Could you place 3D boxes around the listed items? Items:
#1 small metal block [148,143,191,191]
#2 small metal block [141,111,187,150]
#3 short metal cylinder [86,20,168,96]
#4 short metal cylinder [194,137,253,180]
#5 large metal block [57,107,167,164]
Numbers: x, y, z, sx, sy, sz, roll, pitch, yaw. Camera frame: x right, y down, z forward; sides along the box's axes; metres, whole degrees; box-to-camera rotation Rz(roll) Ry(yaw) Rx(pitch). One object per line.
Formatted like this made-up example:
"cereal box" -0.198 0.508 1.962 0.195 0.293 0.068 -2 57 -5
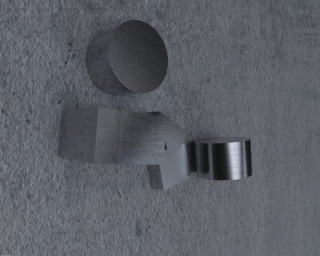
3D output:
"small metal block" 0.011 0.050 0.417 0.050 0.025 0.050 -17 101 -39
"small metal block" -0.004 0.004 0.387 0.050 0.050 0.025 36 68 -35
"short metal cylinder" -0.037 -0.078 0.359 0.081 0.050 0.079 0 90 -40
"short metal cylinder" 0.091 0.042 0.448 0.081 0.080 0.050 -7 95 -40
"large metal block" -0.051 0.010 0.328 0.081 0.080 0.050 6 86 -40
